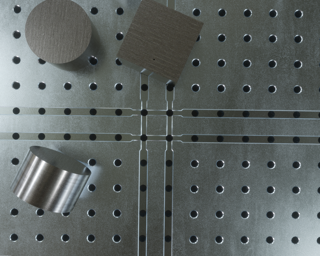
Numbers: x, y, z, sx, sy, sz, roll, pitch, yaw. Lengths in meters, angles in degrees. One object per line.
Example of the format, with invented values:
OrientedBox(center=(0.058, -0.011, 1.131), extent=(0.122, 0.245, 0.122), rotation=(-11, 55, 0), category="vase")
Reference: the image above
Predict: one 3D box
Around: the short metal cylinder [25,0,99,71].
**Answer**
OrientedBox(center=(-0.123, -0.118, 0.400), extent=(0.081, 0.050, 0.079), rotation=(0, 90, 0), category="short metal cylinder")

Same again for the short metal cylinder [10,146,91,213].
OrientedBox(center=(-0.134, 0.062, 0.385), extent=(0.080, 0.080, 0.050), rotation=(27, 90, 0), category="short metal cylinder")

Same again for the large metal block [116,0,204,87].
OrientedBox(center=(0.000, -0.108, 0.401), extent=(0.080, 0.050, 0.080), rotation=(24, 90, 0), category="large metal block")
